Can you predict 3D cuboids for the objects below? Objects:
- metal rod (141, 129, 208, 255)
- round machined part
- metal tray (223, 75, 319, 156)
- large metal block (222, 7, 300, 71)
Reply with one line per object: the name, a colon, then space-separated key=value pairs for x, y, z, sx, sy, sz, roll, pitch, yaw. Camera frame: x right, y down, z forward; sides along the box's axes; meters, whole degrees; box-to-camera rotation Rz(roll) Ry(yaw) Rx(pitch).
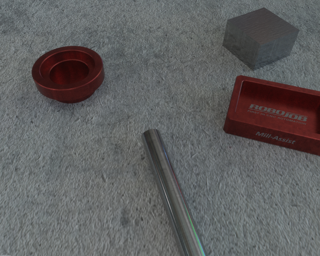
metal rod: x=0.031 y=0.120 z=0.303 sx=0.025 sy=0.025 sz=0.300 roll=-13 pitch=51 yaw=-11
round machined part: x=-0.130 y=-0.074 z=0.453 sx=0.099 sy=0.042 sz=0.098 roll=0 pitch=50 yaw=0
metal tray: x=0.160 y=-0.020 z=0.419 sx=0.131 sy=0.030 sz=0.090 roll=14 pitch=51 yaw=11
large metal block: x=0.165 y=-0.149 z=0.515 sx=0.081 sy=0.050 sz=0.080 roll=-24 pitch=54 yaw=-19
